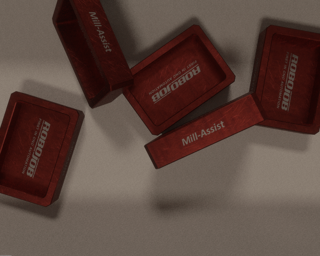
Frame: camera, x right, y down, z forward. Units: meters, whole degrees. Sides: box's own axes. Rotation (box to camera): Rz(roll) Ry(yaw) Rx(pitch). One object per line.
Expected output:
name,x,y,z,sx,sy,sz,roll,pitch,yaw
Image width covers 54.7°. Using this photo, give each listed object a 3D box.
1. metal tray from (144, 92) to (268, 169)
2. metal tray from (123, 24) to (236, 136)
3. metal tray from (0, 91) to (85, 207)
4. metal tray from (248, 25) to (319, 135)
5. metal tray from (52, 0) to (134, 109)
metal tray,0.055,0.000,0.364,0.130,0.090,0.030,-26,90,15
metal tray,0.020,-0.061,0.409,0.130,0.030,0.090,-35,90,-1
metal tray,-0.164,0.027,0.406,0.090,0.030,0.129,18,90,-1
metal tray,0.170,-0.062,0.411,0.091,0.030,0.129,10,90,-1
metal tray,-0.085,-0.097,0.376,0.030,0.090,0.129,-24,91,-29
